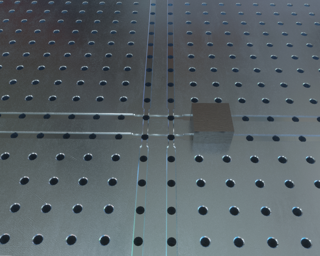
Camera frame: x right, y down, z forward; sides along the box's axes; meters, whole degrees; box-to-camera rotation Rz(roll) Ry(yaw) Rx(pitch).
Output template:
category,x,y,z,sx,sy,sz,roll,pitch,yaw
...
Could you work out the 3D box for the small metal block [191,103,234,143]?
category,x,y,z,sx,sy,sz,roll,pitch,yaw
small metal block,0.068,-0.007,0.414,0.050,0.025,0.050,0,50,0
